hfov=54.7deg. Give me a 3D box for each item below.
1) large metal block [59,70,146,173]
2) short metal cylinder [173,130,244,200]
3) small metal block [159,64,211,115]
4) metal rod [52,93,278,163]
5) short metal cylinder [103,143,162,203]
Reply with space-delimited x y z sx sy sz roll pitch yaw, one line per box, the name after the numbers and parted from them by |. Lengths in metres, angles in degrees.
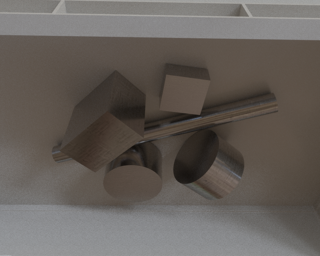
-0.064 -0.008 0.364 0.080 0.080 0.050 -36 122 26 | large metal block
0.064 0.049 0.414 0.050 0.080 0.080 35 122 -26 | short metal cylinder
0.028 -0.045 0.369 0.050 0.025 0.050 7 130 -6 | small metal block
-0.001 0.003 0.410 0.301 0.025 0.025 -13 129 10 | metal rod
-0.037 0.062 0.442 0.081 0.050 0.079 0 130 0 | short metal cylinder
